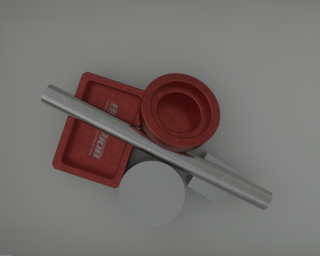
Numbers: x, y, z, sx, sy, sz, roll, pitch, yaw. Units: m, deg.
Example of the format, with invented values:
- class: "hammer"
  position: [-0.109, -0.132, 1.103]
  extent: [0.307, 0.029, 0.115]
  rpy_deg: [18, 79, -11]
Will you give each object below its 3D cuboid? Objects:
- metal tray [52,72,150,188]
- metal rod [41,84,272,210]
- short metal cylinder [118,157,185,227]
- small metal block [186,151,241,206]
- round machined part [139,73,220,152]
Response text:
- class: "metal tray"
  position: [-0.074, 0.002, 0.405]
  extent: [0.090, 0.030, 0.129]
  rpy_deg: [19, 90, -1]
- class: "metal rod"
  position: [-0.001, 0.025, 0.381]
  extent: [0.301, 0.025, 0.025]
  rpy_deg: [26, 90, -3]
- class: "short metal cylinder"
  position: [-0.010, 0.079, 0.397]
  extent: [0.081, 0.050, 0.079]
  rpy_deg: [0, 90, -1]
- class: "small metal block"
  position: [0.070, 0.066, 0.411]
  extent: [0.050, 0.025, 0.050]
  rpy_deg: [32, 90, -1]
- class: "round machined part"
  position: [0.022, -0.016, 0.389]
  extent: [0.099, 0.042, 0.098]
  rpy_deg: [5, 67, -12]
